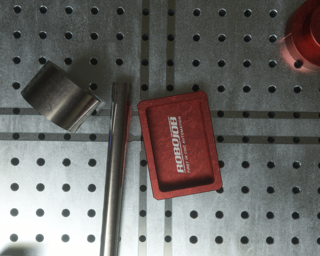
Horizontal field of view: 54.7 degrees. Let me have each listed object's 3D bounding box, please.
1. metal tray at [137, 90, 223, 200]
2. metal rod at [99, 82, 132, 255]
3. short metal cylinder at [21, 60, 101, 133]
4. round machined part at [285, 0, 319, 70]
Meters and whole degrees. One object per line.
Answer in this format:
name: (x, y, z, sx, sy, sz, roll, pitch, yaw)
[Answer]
metal tray: (0.026, 0.022, 0.410, 0.091, 0.030, 0.129, -10, 90, 0)
metal rod: (-0.062, 0.089, 0.412, 0.025, 0.025, 0.298, 5, 90, 0)
short metal cylinder: (-0.121, -0.039, 0.385, 0.080, 0.080, 0.050, 40, 90, 0)
round machined part: (0.221, -0.128, 0.406, 0.099, 0.042, 0.097, 0, 90, 0)
